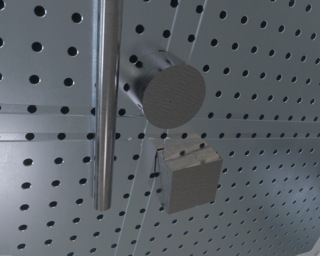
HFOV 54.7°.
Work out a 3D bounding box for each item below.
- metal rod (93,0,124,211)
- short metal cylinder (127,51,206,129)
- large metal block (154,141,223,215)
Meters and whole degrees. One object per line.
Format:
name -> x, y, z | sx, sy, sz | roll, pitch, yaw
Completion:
metal rod -> -0.063, -0.022, 0.363 | 0.025, 0.025, 0.298 | -7, 122, -25
short metal cylinder -> 0.007, -0.046, 0.371 | 0.081, 0.050, 0.079 | -14, 124, -21
large metal block -> 0.040, 0.073, 0.462 | 0.081, 0.050, 0.079 | -10, 123, -23
